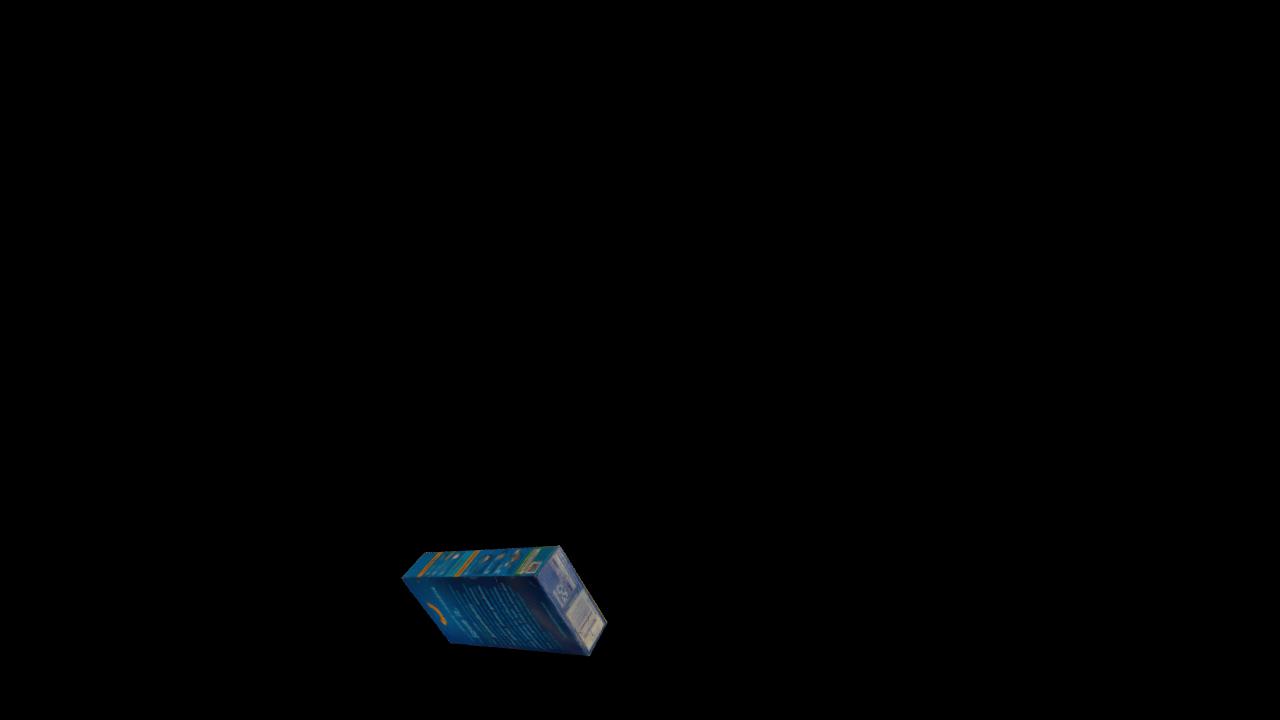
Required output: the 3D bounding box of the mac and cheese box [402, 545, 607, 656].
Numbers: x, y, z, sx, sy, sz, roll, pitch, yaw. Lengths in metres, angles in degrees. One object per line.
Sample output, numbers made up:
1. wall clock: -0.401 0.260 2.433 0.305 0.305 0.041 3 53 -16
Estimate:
1. mac and cheese box: -0.125 0.215 0.552 0.184 0.093 0.041 -14 24 35
